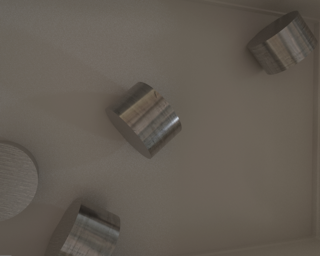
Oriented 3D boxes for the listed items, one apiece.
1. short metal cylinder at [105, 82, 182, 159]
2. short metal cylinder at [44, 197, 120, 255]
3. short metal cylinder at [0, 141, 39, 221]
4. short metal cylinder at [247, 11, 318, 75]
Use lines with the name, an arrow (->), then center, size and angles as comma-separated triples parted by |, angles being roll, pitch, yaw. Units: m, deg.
short metal cylinder -> -0.020, -0.009, 0.375 | 0.050, 0.080, 0.080 | -42, 104, -15
short metal cylinder -> -0.088, 0.126, 0.350 | 0.050, 0.080, 0.080 | 32, 80, -18
short metal cylinder -> -0.174, 0.054, 0.333 | 0.081, 0.050, 0.079 | 0, 90, -21
short metal cylinder -> 0.175, -0.122, 0.448 | 0.080, 0.080, 0.050 | -45, 104, -15
